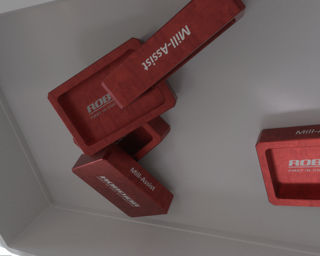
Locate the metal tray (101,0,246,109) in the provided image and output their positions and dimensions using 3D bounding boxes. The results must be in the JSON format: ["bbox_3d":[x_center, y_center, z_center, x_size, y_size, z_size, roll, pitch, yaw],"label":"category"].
[{"bbox_3d":[0.015,-0.075,0.287,0.130,0.090,0.030,-37,94,20],"label":"metal tray"}]

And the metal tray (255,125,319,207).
[{"bbox_3d":[0.180,0.042,0.336,0.130,0.030,0.090,-6,116,31],"label":"metal tray"}]

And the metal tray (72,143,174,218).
[{"bbox_3d":[-0.054,0.082,0.457,0.090,0.030,0.130,-21,123,43],"label":"metal tray"}]

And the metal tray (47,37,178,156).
[{"bbox_3d":[-0.056,-0.036,0.373,0.130,0.030,0.090,-30,97,12],"label":"metal tray"}]

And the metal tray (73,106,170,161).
[{"bbox_3d":[-0.059,0.010,0.442,0.090,0.030,0.129,45,129,-4],"label":"metal tray"}]
